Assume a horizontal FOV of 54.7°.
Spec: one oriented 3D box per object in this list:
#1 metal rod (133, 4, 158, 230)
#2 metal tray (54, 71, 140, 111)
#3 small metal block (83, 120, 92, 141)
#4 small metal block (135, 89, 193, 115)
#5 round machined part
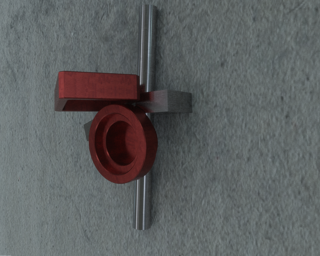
[{"bbox_3d":[-0.020,-0.013,0.421,0.025,0.025,0.298,3,92,39],"label":"metal rod"},{"bbox_3d":[-0.087,-0.043,0.404,0.130,0.091,0.030,170,98,-69],"label":"metal tray"},{"bbox_3d":[-0.073,-0.001,0.448,0.050,0.050,0.025,-24,75,37],"label":"small metal block"},{"bbox_3d":[0.005,-0.031,0.384,0.050,0.050,0.025,-2,89,39],"label":"small metal block"},{"bbox_3d":[-0.042,0.018,0.392,0.098,0.042,0.097,3,95,37],"label":"round machined part"}]
